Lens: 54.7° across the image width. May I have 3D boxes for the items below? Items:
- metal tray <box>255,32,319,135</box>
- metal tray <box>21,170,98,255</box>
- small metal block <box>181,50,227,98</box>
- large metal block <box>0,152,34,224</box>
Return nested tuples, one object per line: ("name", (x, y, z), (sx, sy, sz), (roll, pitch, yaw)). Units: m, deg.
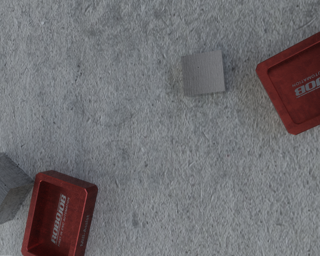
("metal tray", (0.185, -0.058, 0.340), (0.130, 0.030, 0.090), (-27, 81, 17))
("metal tray", (-0.149, 0.137, 0.458), (0.090, 0.030, 0.129), (14, 95, 19))
("small metal block", (0.056, -0.067, 0.389), (0.050, 0.025, 0.050), (-5, 88, 19))
("large metal block", (-0.259, 0.096, 0.487), (0.080, 0.050, 0.080), (37, 102, 16))
